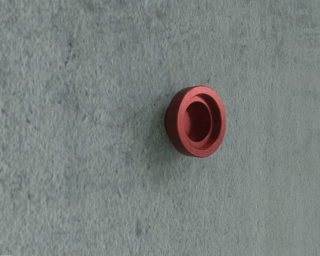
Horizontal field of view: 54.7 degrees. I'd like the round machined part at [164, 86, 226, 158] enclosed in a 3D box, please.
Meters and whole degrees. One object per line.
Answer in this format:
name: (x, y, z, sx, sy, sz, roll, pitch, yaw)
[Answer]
round machined part: (0.045, -0.009, 0.434, 0.099, 0.042, 0.097, 0, 90, -40)
